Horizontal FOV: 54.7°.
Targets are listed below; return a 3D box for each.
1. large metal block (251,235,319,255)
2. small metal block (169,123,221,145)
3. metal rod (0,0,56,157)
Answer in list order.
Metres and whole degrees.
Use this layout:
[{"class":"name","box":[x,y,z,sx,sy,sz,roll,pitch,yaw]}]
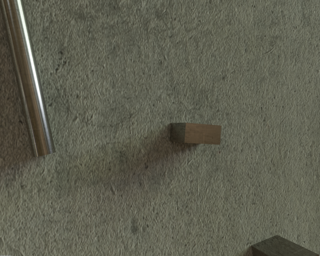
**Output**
[{"class":"large metal block","box":[0.185,0.214,0.449,0.050,0.080,0.080,-13,95,-20]},{"class":"small metal block","box":[0.046,0.007,0.413,0.050,0.050,0.025,4,89,-20]},{"class":"metal rod","box":[-0.161,-0.116,0.349,0.025,0.025,0.298,-12,94,-20]}]
